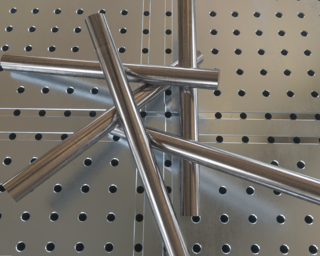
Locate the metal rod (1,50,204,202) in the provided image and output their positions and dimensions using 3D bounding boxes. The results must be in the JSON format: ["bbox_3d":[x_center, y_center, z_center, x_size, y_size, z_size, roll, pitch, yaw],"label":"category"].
[{"bbox_3d":[-0.052,-0.018,0.387,0.302,0.025,0.025,-39,75,-25],"label":"metal rod"}]

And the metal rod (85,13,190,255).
[{"bbox_3d":[-0.027,0.010,0.363,0.025,0.025,0.299,-19,88,-7],"label":"metal rod"}]

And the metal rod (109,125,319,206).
[{"bbox_3d":[0.061,0.034,0.349,0.301,0.025,0.025,17,70,26],"label":"metal rod"}]

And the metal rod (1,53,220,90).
[{"bbox_3d":[-0.074,-0.076,0.408,0.301,0.025,0.025,7,70,14],"label":"metal rod"}]

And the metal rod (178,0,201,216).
[{"bbox_3d":[0.037,-0.041,0.403,0.025,0.025,0.298,0,79,0],"label":"metal rod"}]
